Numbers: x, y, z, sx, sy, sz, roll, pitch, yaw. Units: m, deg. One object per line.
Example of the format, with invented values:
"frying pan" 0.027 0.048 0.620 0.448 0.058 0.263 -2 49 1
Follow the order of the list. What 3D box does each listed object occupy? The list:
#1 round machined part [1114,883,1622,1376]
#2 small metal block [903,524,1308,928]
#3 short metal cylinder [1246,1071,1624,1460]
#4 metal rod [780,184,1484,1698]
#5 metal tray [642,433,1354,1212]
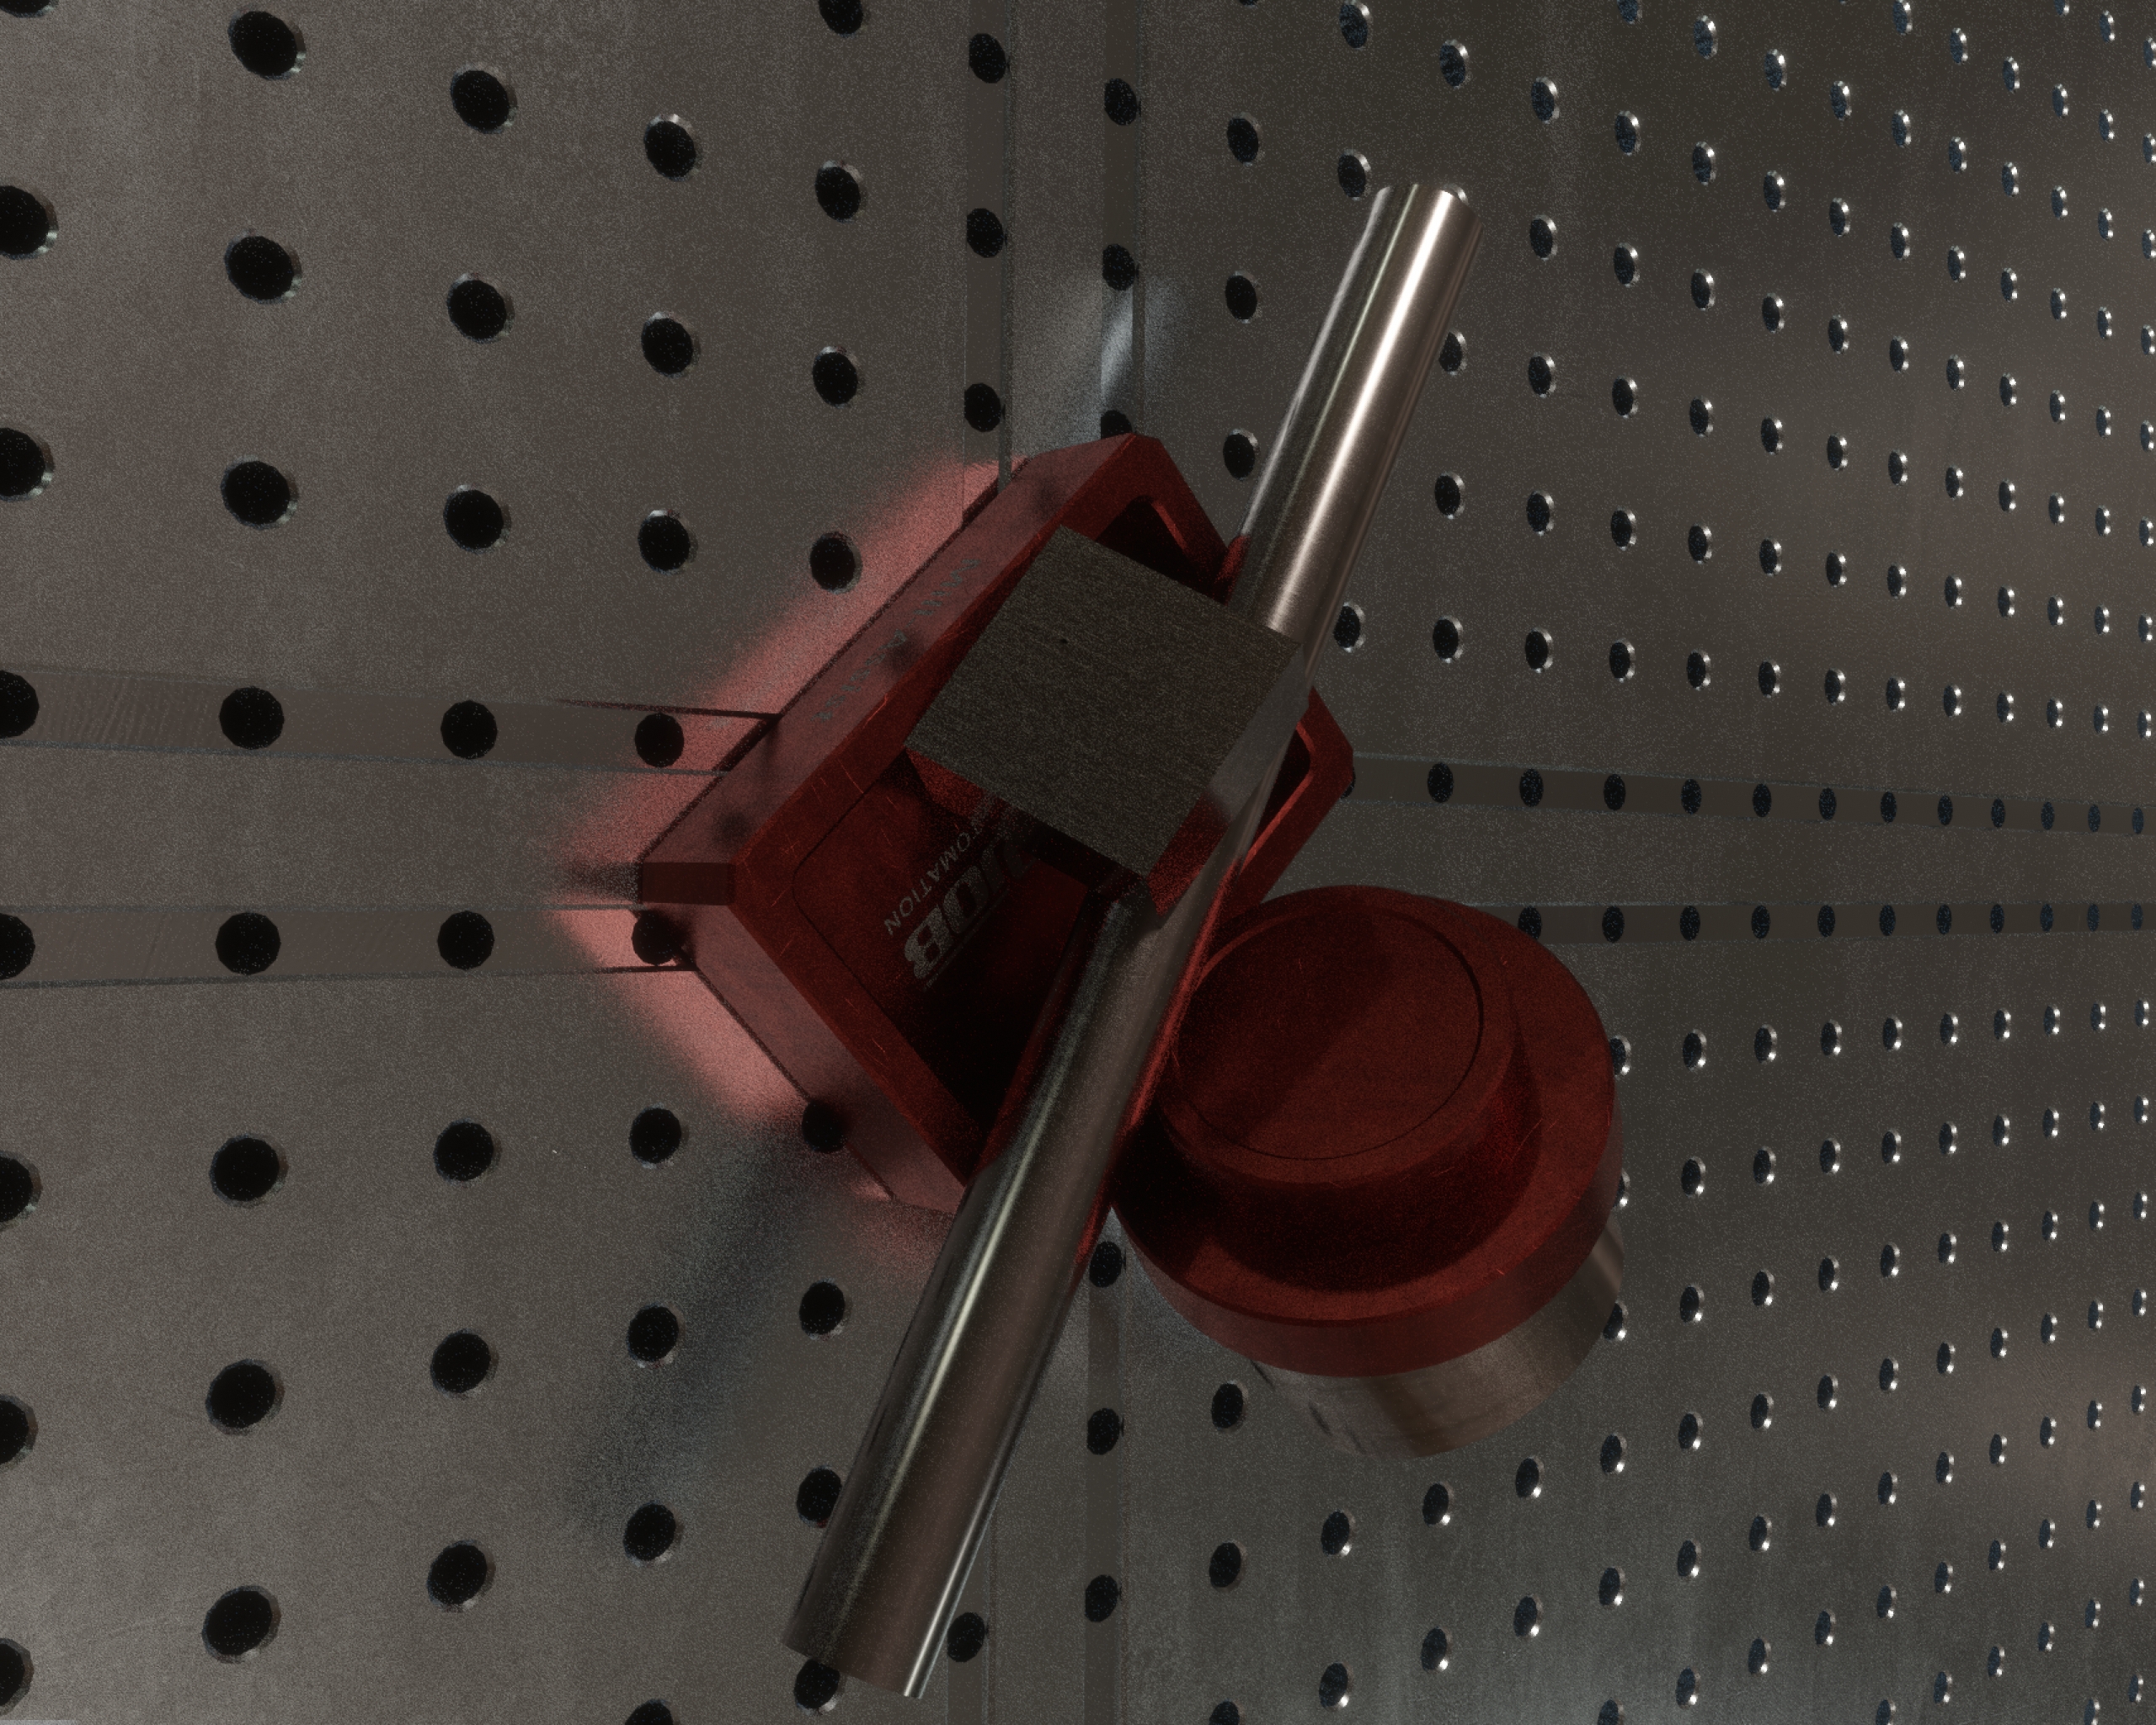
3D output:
"round machined part" 0.051 0.043 0.393 0.098 0.098 0.042 -54 144 -27
"small metal block" 0.006 -0.024 0.371 0.050 0.050 0.025 -56 161 -14
"short metal cylinder" 0.064 0.074 0.428 0.080 0.080 0.050 -51 121 -28
"metal rod" 0.017 0.000 0.386 0.025 0.025 0.300 35 68 -35
"metal tray" -0.009 -0.009 0.399 0.130 0.030 0.090 -51 120 -28
